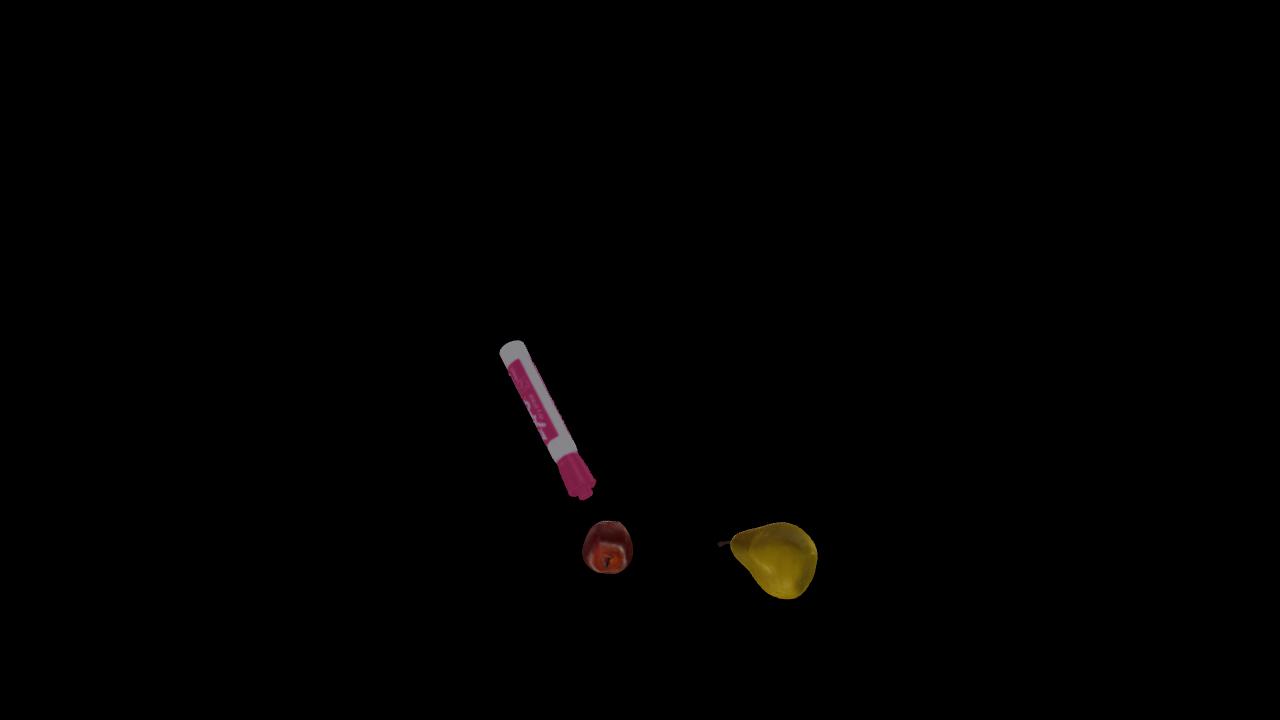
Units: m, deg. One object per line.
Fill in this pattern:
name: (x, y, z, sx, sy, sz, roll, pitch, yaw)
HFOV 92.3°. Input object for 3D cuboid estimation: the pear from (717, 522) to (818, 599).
pear: (0.137, 0.210, 0.679, 0.111, 0.080, 0.080, 21, 12, 35)

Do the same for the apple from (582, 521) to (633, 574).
apple: (-0.049, 0.286, 0.942, 0.079, 0.079, 0.093, 0, 16, -2)

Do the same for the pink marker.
pink marker: (-0.062, 0.038, 0.406, 0.020, 0.121, 0.020, -25, -26, -13)
